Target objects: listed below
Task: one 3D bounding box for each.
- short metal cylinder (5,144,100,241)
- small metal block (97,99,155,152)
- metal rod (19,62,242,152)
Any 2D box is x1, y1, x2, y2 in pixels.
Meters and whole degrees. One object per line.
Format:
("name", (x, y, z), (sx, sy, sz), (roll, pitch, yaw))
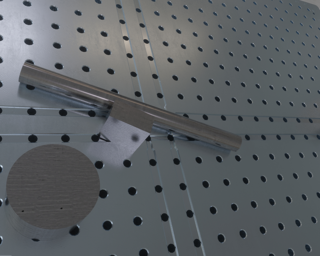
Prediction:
("short metal cylinder", (-0.104, 0.062, 0.298), (0.081, 0.050, 0.080), (14, 56, -21))
("small metal block", (-0.041, -0.002, 0.371), (0.050, 0.050, 0.025), (24, 53, -14))
("metal rod", (-0.024, -0.021, 0.408), (0.302, 0.025, 0.025), (18, 55, -18))
